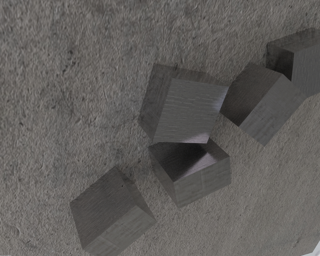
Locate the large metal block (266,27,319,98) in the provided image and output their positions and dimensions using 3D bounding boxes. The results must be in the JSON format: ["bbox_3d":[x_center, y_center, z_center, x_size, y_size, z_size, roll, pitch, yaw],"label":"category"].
[{"bbox_3d":[0.202,-0.089,0.445,0.081,0.050,0.080,-22,127,-16],"label":"large metal block"}]

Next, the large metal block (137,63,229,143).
[{"bbox_3d":[0.027,-0.029,0.387,0.081,0.050,0.079,3,117,-30],"label":"large metal block"}]

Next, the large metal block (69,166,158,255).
[{"bbox_3d":[-0.063,0.111,0.405,0.080,0.080,0.050,-40,129,-1],"label":"large metal block"}]

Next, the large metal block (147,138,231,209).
[{"bbox_3d":[0.039,0.051,0.424,0.081,0.080,0.050,-22,127,-15],"label":"large metal block"}]

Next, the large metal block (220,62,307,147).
[{"bbox_3d":[0.129,-0.034,0.414,0.050,0.080,0.080,34,100,-24],"label":"large metal block"}]
